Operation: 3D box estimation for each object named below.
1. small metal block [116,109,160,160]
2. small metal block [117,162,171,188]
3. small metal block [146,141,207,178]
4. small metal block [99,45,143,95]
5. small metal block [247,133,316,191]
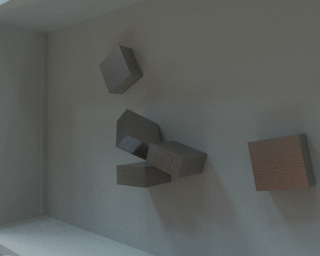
[{"bbox_3d":[-0.028,0.009,0.402,0.025,0.050,0.050,-47,31,30],"label":"small metal block"},{"bbox_3d":[-0.021,0.060,0.408,0.050,0.050,0.025,-2,89,40],"label":"small metal block"},{"bbox_3d":[0.020,0.036,0.374,0.050,0.050,0.025,21,104,38],"label":"small metal block"},{"bbox_3d":[-0.058,-0.084,0.455,0.050,0.025,0.050,-34,69,34],"label":"small metal block"},{"bbox_3d":[0.120,0.034,0.308,0.050,0.025,0.050,-14,81,39],"label":"small metal block"}]
